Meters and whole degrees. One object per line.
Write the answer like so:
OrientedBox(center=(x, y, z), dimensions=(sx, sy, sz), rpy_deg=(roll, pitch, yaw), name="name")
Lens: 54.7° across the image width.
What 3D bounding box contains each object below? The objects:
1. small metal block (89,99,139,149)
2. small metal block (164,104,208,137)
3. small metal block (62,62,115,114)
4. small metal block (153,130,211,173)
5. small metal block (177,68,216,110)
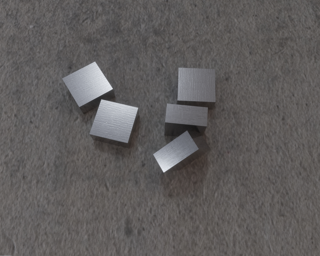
OrientedBox(center=(-0.059, -0.005, 0.409), dimensions=(0.050, 0.025, 0.050), rpy_deg=(13, 70, 4), name="small metal block")
OrientedBox(center=(0.032, -0.008, 0.398), dimensions=(0.050, 0.050, 0.025), rpy_deg=(6, 70, 2), name="small metal block")
OrientedBox(center=(-0.098, -0.055, 0.427), dimensions=(0.050, 0.025, 0.050), rpy_deg=(-31, 73, -11), name="small metal block")
OrientedBox(center=(0.028, 0.029, 0.375), dimensions=(0.050, 0.050, 0.025), rpy_deg=(-36, 73, 17), name="small metal block")
OrientedBox(center=(0.049, -0.054, 0.429), dimensions=(0.050, 0.025, 0.050), rpy_deg=(3, 70, 0), name="small metal block")
